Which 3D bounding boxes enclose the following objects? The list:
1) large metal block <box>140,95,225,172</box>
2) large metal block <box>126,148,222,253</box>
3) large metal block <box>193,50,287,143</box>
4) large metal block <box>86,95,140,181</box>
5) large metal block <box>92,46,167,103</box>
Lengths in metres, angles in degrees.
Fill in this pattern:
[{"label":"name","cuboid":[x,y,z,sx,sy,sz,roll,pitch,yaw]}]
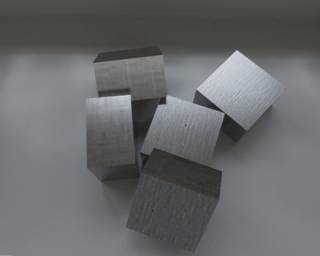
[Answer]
[{"label":"large metal block","cuboid":[0.028,0.013,0.391,0.080,0.050,0.080,18,71,6]},{"label":"large metal block","cuboid":[0.015,0.079,0.343,0.080,0.079,0.050,19,29,5]},{"label":"large metal block","cuboid":[0.102,-0.041,0.411,0.080,0.050,0.080,42,75,13]},{"label":"large metal block","cuboid":[-0.055,0.015,0.373,0.050,0.080,0.080,-5,70,-2]},{"label":"large metal block","cuboid":[-0.037,-0.070,0.398,0.081,0.080,0.050,-7,112,-2]}]
